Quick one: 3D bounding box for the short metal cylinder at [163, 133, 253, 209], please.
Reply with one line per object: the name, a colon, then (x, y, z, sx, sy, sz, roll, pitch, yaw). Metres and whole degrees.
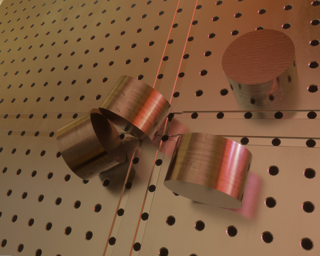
short metal cylinder: (0.050, 0.045, 0.319, 0.080, 0.080, 0.050, 5, 65, 30)

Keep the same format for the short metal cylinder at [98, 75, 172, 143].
short metal cylinder: (-0.032, -0.023, 0.403, 0.080, 0.080, 0.050, 22, 74, 36)

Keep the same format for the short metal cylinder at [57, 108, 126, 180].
short metal cylinder: (-0.088, 0.021, 0.404, 0.050, 0.080, 0.080, -28, 52, 10)

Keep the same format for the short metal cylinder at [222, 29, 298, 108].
short metal cylinder: (0.120, -0.071, 0.372, 0.080, 0.050, 0.080, -13, 56, 20)
